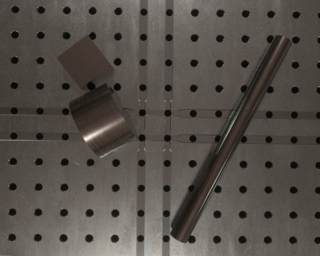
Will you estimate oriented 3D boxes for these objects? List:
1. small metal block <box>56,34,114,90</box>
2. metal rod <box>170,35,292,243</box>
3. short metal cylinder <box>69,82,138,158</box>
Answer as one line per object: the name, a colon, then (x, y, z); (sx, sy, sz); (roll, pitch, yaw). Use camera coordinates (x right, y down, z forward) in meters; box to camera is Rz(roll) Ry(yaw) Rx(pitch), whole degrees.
small metal block: (-0.098, -0.086, 0.412); (0.050, 0.025, 0.050); (-38, 91, 0)
metal rod: (0.095, 0.015, 0.414); (0.025, 0.025, 0.299); (28, 90, -1)
short metal cylinder: (-0.069, -0.010, 0.385); (0.050, 0.080, 0.080); (-28, 90, 0)
